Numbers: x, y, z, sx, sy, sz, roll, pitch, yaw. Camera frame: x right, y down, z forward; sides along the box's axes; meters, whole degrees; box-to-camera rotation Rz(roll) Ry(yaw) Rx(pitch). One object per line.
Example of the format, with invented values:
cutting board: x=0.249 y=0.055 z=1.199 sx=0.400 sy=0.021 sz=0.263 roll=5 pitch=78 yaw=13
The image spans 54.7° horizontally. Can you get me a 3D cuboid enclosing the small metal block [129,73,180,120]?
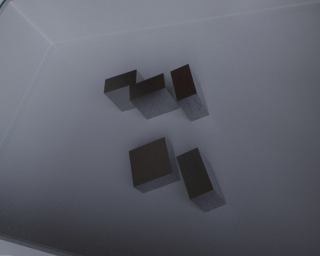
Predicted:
small metal block: x=-0.007 y=-0.041 z=0.417 sx=0.050 sy=0.050 sz=0.025 roll=-19 pitch=55 yaw=17

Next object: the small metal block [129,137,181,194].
small metal block: x=-0.007 y=0.046 z=0.380 sx=0.050 sy=0.025 sz=0.050 roll=-22 pitch=54 yaw=14

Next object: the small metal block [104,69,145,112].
small metal block: x=-0.044 y=-0.052 z=0.443 sx=0.050 sy=0.050 sz=0.025 roll=-14 pitch=56 yaw=20

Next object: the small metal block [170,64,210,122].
small metal block: x=0.038 y=-0.044 z=0.396 sx=0.025 sy=0.050 sz=0.050 roll=-21 pitch=54 yaw=15

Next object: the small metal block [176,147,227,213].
small metal block: x=0.045 y=0.056 z=0.331 sx=0.025 sy=0.050 sz=0.050 roll=-26 pitch=53 yaw=12
